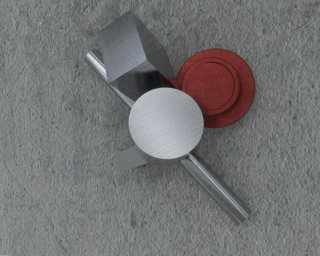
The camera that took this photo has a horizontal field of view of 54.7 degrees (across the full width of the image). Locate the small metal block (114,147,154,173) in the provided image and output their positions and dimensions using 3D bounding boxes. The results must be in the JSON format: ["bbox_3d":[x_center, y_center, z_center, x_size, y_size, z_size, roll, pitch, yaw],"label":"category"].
[{"bbox_3d":[-0.024,0.036,0.405,0.050,0.050,0.025,-22,82,18],"label":"small metal block"}]

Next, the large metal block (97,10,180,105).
[{"bbox_3d":[-0.025,-0.079,0.378,0.050,0.080,0.080,-28,59,19],"label":"large metal block"}]

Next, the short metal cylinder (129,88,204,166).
[{"bbox_3d":[0.005,0.000,0.355,0.081,0.050,0.080,1,74,-4],"label":"short metal cylinder"}]

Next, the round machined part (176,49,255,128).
[{"bbox_3d":[0.064,-0.048,0.377,0.098,0.042,0.097,0,90,19],"label":"round machined part"}]

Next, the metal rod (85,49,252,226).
[{"bbox_3d":[0.002,0.003,0.409,0.025,0.025,0.300,-47,76,14],"label":"metal rod"}]
